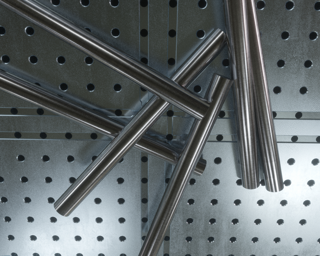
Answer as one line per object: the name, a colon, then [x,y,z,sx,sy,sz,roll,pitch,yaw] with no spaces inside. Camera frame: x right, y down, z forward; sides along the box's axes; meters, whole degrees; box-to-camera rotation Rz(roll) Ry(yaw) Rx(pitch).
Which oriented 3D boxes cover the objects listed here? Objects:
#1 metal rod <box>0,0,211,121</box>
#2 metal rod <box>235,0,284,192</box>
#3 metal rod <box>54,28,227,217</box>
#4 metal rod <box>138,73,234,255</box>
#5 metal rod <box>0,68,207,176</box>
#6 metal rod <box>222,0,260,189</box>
metal rod: [-0.078,-0.094,0.354,0.301,0.025,0.025,30,107,-1]
metal rod: [0.125,-0.050,0.395,0.025,0.025,0.299,-14,110,5]
metal rod: [-0.026,-0.003,0.388,0.025,0.025,0.300,42,96,-14]
metal rod: [0.025,0.072,0.411,0.025,0.025,0.298,19,108,-7]
metal rod: [-0.077,-0.005,0.410,0.301,0.025,0.025,24,108,-9]
metal rod: [0.101,-0.051,0.380,0.025,0.025,0.298,-11,115,4]
